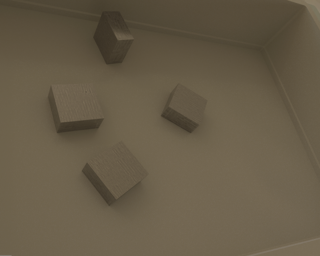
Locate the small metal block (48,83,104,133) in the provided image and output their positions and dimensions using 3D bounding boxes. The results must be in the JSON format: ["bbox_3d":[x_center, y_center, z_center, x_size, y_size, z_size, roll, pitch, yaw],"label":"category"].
[{"bbox_3d":[-0.100,-0.025,0.368,0.050,0.025,0.050,-7,66,-32],"label":"small metal block"}]

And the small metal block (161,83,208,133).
[{"bbox_3d":[0.036,-0.029,0.444,0.050,0.025,0.050,30,52,-9],"label":"small metal block"}]

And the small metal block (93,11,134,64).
[{"bbox_3d":[-0.066,-0.125,0.432,0.025,0.050,0.050,-15,70,-35],"label":"small metal block"}]

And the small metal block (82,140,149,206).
[{"bbox_3d":[-0.050,0.050,0.349,0.050,0.025,0.050,-34,81,-38],"label":"small metal block"}]
